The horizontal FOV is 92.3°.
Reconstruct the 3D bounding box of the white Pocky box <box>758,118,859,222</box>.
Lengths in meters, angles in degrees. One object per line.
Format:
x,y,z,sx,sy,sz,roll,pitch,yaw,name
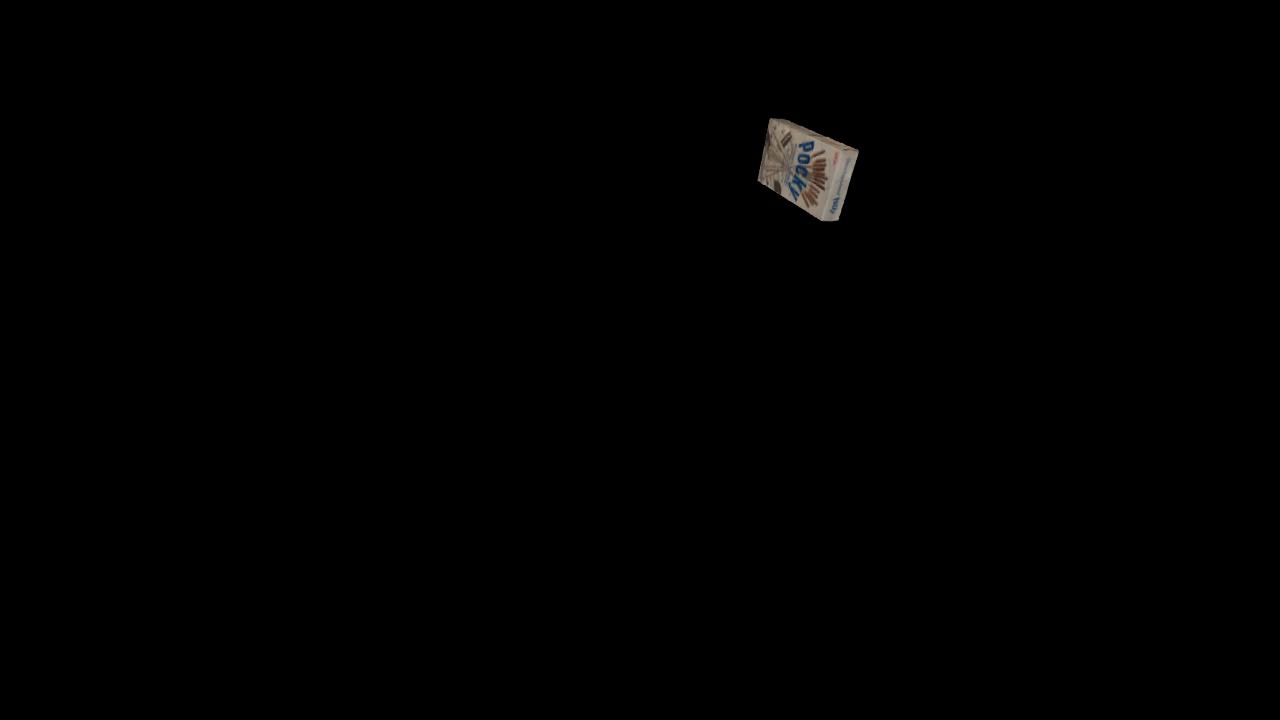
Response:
0.198,-0.234,0.747,0.028,0.084,0.154,-6,34,-21,white Pocky box
